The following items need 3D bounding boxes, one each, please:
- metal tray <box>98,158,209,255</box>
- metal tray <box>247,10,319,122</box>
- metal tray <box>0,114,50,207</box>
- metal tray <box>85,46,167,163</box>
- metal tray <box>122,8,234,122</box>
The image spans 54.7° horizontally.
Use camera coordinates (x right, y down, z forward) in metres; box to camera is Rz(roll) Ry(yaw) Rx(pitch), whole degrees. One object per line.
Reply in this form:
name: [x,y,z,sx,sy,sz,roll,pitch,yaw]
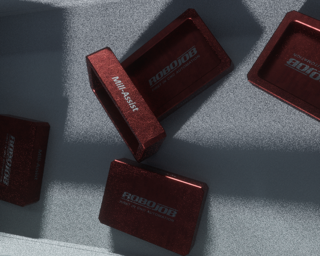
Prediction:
metal tray: [-0.010,0.100,0.411,0.130,0.030,0.089,15,95,19]
metal tray: [0.175,-0.059,0.335,0.130,0.030,0.090,36,101,25]
metal tray: [-0.228,0.048,0.486,0.090,0.030,0.129,11,93,19]
metal tray: [-0.045,-0.025,0.390,0.030,0.090,0.130,-30,79,-16]
metal tray: [0.016,-0.077,0.401,0.130,0.030,0.090,-35,79,16]
